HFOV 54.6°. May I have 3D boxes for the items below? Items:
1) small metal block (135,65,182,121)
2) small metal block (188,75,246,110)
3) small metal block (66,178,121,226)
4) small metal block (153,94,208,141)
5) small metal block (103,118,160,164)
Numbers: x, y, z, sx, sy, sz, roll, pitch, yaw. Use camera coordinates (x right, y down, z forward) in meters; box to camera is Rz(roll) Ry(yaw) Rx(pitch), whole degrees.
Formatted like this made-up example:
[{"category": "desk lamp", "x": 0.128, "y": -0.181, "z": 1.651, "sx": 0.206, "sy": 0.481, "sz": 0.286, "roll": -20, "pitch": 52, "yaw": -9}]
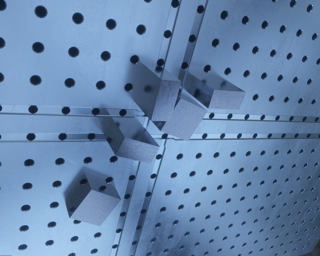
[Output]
[{"category": "small metal block", "x": -0.004, "y": -0.042, "z": 0.367, "sx": 0.025, "sy": 0.050, "sz": 0.050, "roll": 1, "pitch": 118, "yaw": -29}, {"category": "small metal block", "x": 0.074, "y": -0.047, "z": 0.406, "sx": 0.050, "sy": 0.050, "sz": 0.025, "roll": 0, "pitch": 119, "yaw": -28}, {"category": "small metal block", "x": -0.091, "y": 0.102, "z": 0.424, "sx": 0.050, "sy": 0.025, "sz": 0.050, "roll": 31, "pitch": 101, "yaw": -38}, {"category": "small metal block", "x": 0.027, "y": -0.015, "z": 0.416, "sx": 0.050, "sy": 0.025, "sz": 0.050, "roll": 21, "pitch": 107, "yaw": -36}, {"category": "small metal block", "x": -0.036, "y": 0.015, "z": 0.384, "sx": 0.050, "sy": 0.050, "sz": 0.025, "roll": 17, "pitch": 109, "yaw": -35}]
